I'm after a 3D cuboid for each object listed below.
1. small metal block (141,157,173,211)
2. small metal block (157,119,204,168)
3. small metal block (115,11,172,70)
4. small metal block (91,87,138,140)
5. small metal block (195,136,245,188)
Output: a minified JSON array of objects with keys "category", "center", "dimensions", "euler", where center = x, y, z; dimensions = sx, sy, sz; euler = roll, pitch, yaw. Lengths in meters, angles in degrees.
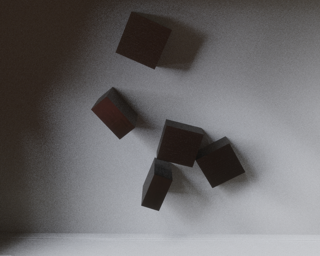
[{"category":"small metal block","center":[-0.004,0.076,0.426],"dimensions":[0.025,0.050,0.050],"euler":[19,109,-7]},{"category":"small metal block","center":[0.026,0.021,0.419],"dimensions":[0.050,0.025,0.050],"euler":[14,109,-6]},{"category":"small metal block","center":[-0.019,-0.105,0.372],"dimensions":[0.050,0.025,0.050],"euler":[22,108,-9]},{"category":"small metal block","center":[-0.055,-0.020,0.390],"dimensions":[0.025,0.050,0.050],"euler":[-38,106,12]},{"category":"small metal block","center":[0.082,0.048,0.430],"dimensions":[0.050,0.025,0.050],"euler":[-29,108,9]}]
